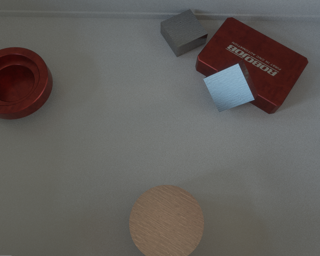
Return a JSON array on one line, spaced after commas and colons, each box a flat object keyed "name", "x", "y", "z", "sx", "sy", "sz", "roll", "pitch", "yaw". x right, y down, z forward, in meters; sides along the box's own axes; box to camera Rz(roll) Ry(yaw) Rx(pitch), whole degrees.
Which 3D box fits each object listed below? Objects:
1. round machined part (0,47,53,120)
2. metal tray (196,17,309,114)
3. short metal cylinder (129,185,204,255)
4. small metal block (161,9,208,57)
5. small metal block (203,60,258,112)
[{"name": "round machined part", "x": -0.194, "y": -0.056, "z": 0.419, "sx": 0.099, "sy": 0.042, "sz": 0.098, "roll": 0, "pitch": 70, "yaw": -1}, {"name": "metal tray", "x": 0.129, "y": -0.091, "z": 0.442, "sx": 0.130, "sy": 0.030, "sz": 0.090, "roll": 34, "pitch": 73, "yaw": 11}, {"name": "short metal cylinder", "x": 0.007, "y": 0.109, "z": 0.356, "sx": 0.081, "sy": 0.050, "sz": 0.080, "roll": 0, "pitch": 70, "yaw": 0}, {"name": "small metal block", "x": 0.035, "y": -0.142, "z": 0.462, "sx": 0.050, "sy": 0.025, "sz": 0.050, "roll": -27, "pitch": 73, "yaw": -10}, {"name": "small metal block", "x": 0.093, "y": -0.055, "z": 0.407, "sx": 0.050, "sy": 0.025, "sz": 0.050, "roll": -21, "pitch": 101, "yaw": 33}]
